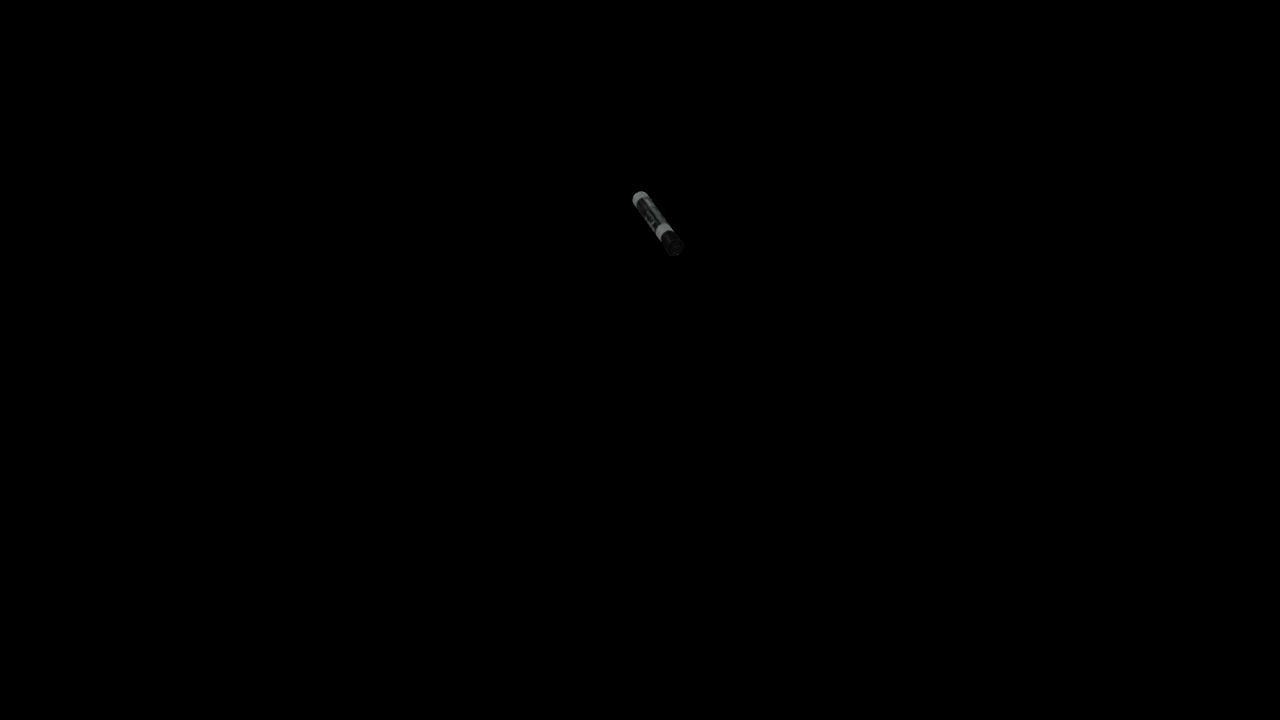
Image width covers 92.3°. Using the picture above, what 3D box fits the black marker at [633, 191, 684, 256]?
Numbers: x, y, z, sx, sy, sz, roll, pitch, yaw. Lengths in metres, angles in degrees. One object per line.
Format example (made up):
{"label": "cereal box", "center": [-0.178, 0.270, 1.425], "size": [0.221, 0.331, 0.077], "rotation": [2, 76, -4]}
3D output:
{"label": "black marker", "center": [0.019, -0.145, 0.650], "size": [0.020, 0.020, 0.121], "rotation": [0, 38, -23]}
